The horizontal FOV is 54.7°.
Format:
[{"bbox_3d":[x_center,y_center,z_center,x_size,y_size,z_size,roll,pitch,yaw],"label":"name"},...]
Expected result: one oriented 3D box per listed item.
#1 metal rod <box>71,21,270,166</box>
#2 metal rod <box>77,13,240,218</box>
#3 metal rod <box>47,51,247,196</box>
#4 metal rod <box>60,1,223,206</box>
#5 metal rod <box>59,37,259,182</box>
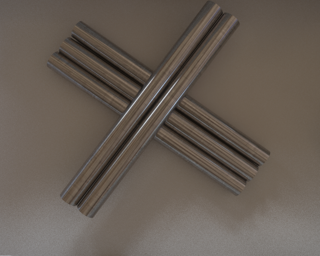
[{"bbox_3d":[0.014,-0.045,0.410,0.301,0.025,0.025,35,90,0],"label":"metal rod"},{"bbox_3d":[-0.002,-0.016,0.385,0.025,0.025,0.300,37,90,0],"label":"metal rod"},{"bbox_3d":[-0.017,-0.005,0.410,0.301,0.025,0.025,34,90,0],"label":"metal rod"},{"bbox_3d":[-0.023,-0.030,0.385,0.025,0.025,0.300,37,90,0],"label":"metal rod"},{"bbox_3d":[-0.001,-0.024,0.410,0.301,0.025,0.025,34,90,0],"label":"metal rod"}]
